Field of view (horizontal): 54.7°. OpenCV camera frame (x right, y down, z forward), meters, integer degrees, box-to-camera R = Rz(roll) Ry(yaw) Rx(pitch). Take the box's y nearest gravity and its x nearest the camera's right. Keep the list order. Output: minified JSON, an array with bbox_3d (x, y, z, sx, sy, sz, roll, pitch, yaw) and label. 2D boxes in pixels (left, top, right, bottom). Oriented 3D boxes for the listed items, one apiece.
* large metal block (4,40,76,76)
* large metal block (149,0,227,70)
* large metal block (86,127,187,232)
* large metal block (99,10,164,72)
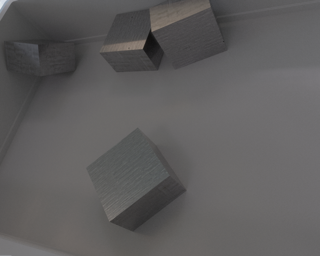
[{"bbox_3d":[-0.208,-0.126,0.544,0.080,0.080,0.050,12,112,26],"label":"large metal block"},{"bbox_3d":[0.040,-0.138,0.434,0.080,0.080,0.050,-18,55,18],"label":"large metal block"},{"bbox_3d":[-0.029,0.061,0.368,0.080,0.050,0.080,-38,51,2],"label":"large metal block"},{"bbox_3d":[-0.037,-0.138,0.494,0.080,0.050,0.080,4,63,30],"label":"large metal block"}]
